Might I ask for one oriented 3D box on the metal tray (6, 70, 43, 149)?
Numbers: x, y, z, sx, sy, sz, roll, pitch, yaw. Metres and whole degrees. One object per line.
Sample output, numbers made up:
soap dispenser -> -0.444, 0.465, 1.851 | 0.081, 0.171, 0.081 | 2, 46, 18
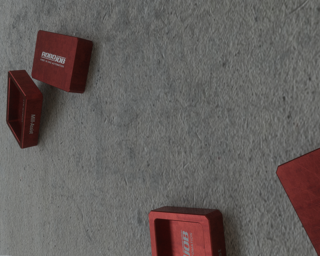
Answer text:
metal tray -> -0.265, -0.035, 0.601 | 0.090, 0.030, 0.129 | 47, 132, 30

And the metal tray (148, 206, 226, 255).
metal tray -> 0.034, 0.164, 0.373 | 0.090, 0.030, 0.129 | -8, 85, 39

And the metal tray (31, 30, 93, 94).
metal tray -> -0.176, -0.119, 0.548 | 0.130, 0.030, 0.089 | 22, 104, 38

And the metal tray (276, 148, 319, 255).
metal tray -> 0.171, 0.074, 0.261 | 0.090, 0.030, 0.130 | -34, 69, 34
